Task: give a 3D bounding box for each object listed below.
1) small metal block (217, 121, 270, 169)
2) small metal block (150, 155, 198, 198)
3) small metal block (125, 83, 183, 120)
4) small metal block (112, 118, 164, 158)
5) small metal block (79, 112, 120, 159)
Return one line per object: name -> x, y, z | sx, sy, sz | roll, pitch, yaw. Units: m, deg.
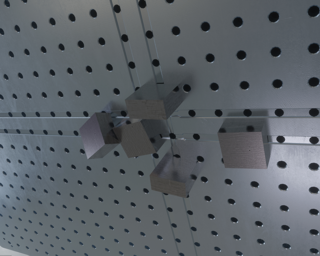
small metal block -> 0.101, 0.021, 0.371 | 0.050, 0.025, 0.050 | -2, 117, 29
small metal block -> 0.021, 0.065, 0.425 | 0.050, 0.050, 0.025 | 9, 122, 24
small metal block -> -0.006, -0.033, 0.378 | 0.050, 0.050, 0.025 | 3, 120, 27
small metal block -> -0.030, 0.011, 0.435 | 0.050, 0.025, 0.050 | -14, 112, 33
small metal block -> -0.089, 0.012, 0.451 | 0.050, 0.025, 0.050 | -38, 64, 39
